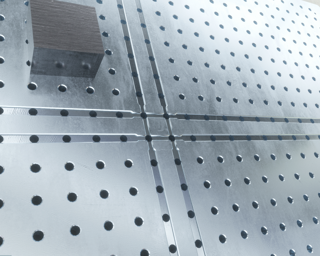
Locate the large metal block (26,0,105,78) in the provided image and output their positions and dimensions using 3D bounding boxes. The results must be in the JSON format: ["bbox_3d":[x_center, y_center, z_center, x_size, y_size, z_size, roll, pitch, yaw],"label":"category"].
[{"bbox_3d":[-0.123,-0.113,0.395,0.081,0.050,0.080,-1,62,-29],"label":"large metal block"}]
